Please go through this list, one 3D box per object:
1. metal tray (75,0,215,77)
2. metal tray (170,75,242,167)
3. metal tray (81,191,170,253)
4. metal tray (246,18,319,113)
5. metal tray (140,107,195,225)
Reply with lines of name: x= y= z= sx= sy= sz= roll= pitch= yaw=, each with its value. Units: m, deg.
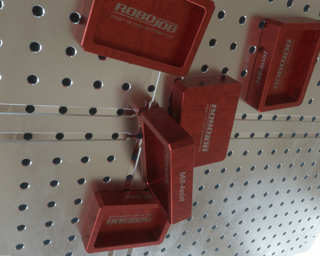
metal tray: x=-0.014 y=-0.113 z=0.331 sx=0.131 sy=0.030 sz=0.089 roll=9 pitch=114 yaw=-33
metal tray: x=0.059 y=-0.006 z=0.439 sx=0.091 sy=0.030 sz=0.129 roll=-9 pitch=123 yaw=-24
metal tray: x=-0.044 y=0.141 z=0.472 sx=0.131 sy=0.030 sz=0.089 roll=6 pitch=115 yaw=-32
metal tray: x=0.183 y=-0.091 z=0.454 sx=0.091 sy=0.030 sz=0.129 roll=-9 pitch=123 yaw=-24
metal tray: x=0.008 y=0.049 z=0.405 sx=0.030 sy=0.090 sz=0.129 roll=-16 pitch=125 yaw=-20
